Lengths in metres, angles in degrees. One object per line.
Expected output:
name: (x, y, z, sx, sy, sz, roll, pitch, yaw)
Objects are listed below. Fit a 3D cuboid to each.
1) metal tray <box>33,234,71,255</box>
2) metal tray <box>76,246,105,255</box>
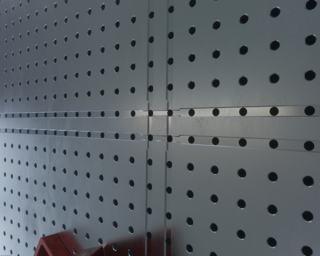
metal tray: (-0.207, 0.276, 0.578, 0.090, 0.030, 0.129, 40, 114, 33)
metal tray: (-0.105, 0.227, 0.433, 0.030, 0.130, 0.090, -12, 81, 4)
